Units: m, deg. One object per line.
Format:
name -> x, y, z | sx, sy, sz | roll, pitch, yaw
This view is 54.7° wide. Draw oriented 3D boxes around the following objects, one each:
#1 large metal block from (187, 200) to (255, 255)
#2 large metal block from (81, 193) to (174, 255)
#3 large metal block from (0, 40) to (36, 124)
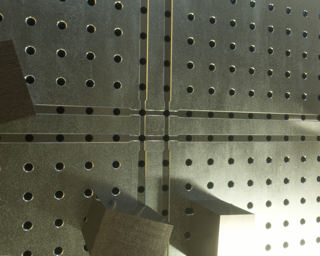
large metal block -> 0.079, 0.145, 0.414 | 0.050, 0.080, 0.080 | 5, 89, -20
large metal block -> -0.042, 0.120, 0.369 | 0.080, 0.080, 0.050 | 20, 83, -19
large metal block -> -0.186, -0.041, 0.331 | 0.081, 0.050, 0.080 | -18, 96, -20
